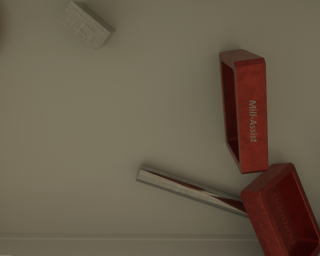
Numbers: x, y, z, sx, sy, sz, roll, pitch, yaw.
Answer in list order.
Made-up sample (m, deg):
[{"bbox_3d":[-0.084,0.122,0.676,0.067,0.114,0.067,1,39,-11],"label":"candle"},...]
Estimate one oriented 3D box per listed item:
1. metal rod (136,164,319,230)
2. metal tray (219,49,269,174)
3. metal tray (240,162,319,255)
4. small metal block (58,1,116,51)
[{"bbox_3d":[0.110,0.113,0.454,0.302,0.025,0.025,20,109,-8],"label":"metal rod"},{"bbox_3d":[0.098,-0.023,0.369,0.030,0.090,0.129,-8,110,2],"label":"metal tray"},{"bbox_3d":[0.166,0.123,0.412,0.091,0.030,0.129,-27,96,-37],"label":"metal tray"},{"bbox_3d":[-0.081,-0.117,0.354,0.050,0.050,0.025,38,106,-13],"label":"small metal block"}]
